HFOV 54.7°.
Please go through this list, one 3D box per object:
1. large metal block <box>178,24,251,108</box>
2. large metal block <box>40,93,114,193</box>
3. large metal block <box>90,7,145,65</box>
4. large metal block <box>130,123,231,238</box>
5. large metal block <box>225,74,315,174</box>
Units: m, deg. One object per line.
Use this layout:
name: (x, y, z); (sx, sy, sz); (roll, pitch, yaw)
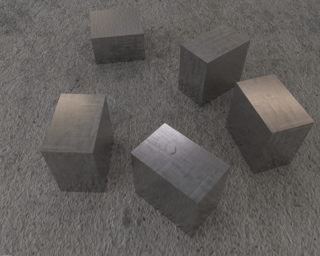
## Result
large metal block: (0.075, -0.089, 0.442); (0.081, 0.080, 0.050); (-31, 57, -24)
large metal block: (-0.087, 0.018, 0.352); (0.050, 0.080, 0.080); (2, 50, 1)
large metal block: (-0.071, -0.154, 0.516); (0.081, 0.050, 0.080); (-7, 50, -6)
large metal block: (0.019, 0.055, 0.321); (0.080, 0.080, 0.050); (34, 58, 25)
large metal block: (0.125, -0.004, 0.372); (0.050, 0.080, 0.080); (-14, 52, -11)
